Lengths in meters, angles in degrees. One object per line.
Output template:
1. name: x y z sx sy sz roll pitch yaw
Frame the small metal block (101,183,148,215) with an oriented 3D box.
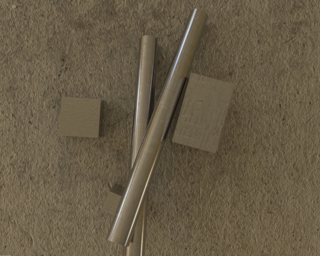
1. small metal block: -0.043 0.097 0.397 0.050 0.050 0.025 23 90 -1

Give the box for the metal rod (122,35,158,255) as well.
1. metal rod: -0.023 0.028 0.374 0.025 0.025 0.299 3 76 -1

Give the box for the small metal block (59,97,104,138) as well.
1. small metal block: -0.103 -0.014 0.409 0.050 0.025 0.050 4 90 -1

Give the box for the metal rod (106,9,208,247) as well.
1. metal rod: 0.004 -0.016 0.365 0.025 0.025 0.299 20 72 0

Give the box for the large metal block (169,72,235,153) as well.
1. large metal block: 0.048 -0.017 0.383 0.050 0.080 0.080 15 90 -1
